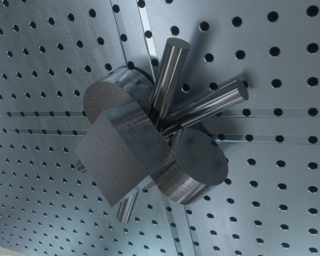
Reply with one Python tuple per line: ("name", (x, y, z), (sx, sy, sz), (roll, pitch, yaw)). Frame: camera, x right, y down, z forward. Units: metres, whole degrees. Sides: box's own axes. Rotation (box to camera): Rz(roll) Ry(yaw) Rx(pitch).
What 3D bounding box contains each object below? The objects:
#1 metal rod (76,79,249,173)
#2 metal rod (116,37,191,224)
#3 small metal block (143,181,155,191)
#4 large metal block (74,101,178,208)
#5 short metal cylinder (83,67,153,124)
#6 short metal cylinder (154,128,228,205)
("metal rod", (-0.019, 0.011, 0.423), (0.299, 0.025, 0.025), (-26, 105, 37))
("metal rod", (-0.019, 0.027, 0.401), (0.025, 0.025, 0.298), (27, 128, 11))
("small metal block", (-0.018, 0.058, 0.452), (0.050, 0.025, 0.050), (-31, 101, 38))
("large metal block", (-0.040, 0.030, 0.348), (0.080, 0.050, 0.080), (54, 131, 12))
("short metal cylinder", (-0.050, -0.031, 0.397), (0.080, 0.050, 0.079), (13, 124, 21))
("short metal cylinder", (0.036, 0.047, 0.381), (0.080, 0.080, 0.050), (40, 130, 1))
